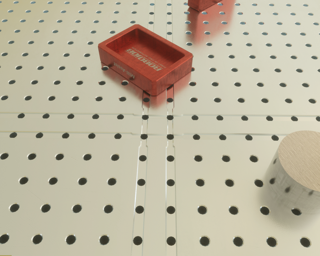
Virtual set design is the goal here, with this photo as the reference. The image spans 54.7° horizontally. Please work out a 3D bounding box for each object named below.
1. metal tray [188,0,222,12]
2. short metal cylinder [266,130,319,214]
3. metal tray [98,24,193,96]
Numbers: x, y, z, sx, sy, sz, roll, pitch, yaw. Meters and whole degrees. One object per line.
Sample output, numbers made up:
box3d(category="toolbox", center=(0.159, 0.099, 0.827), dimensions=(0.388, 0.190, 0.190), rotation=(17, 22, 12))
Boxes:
box3d(category="metal tray", center=(0.113, -0.300, 0.617), dimensions=(0.131, 0.089, 0.030), rotation=(-36, 59, -27))
box3d(category="short metal cylinder", center=(0.168, 0.049, 0.351), dimensions=(0.081, 0.050, 0.080), rotation=(0, 50, 0))
box3d(category="metal tray", center=(-0.024, -0.114, 0.499), dimensions=(0.130, 0.030, 0.090), rotation=(36, 59, 26))
